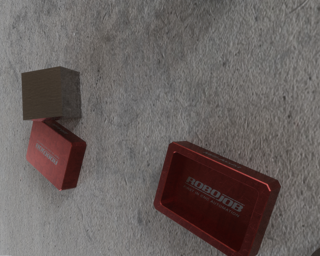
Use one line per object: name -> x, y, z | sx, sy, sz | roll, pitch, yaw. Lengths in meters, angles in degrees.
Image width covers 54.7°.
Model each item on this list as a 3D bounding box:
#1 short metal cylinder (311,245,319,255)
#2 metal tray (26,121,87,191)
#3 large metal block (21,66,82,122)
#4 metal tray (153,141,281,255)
short metal cylinder -> 0.166, 0.125, 0.251 | 0.080, 0.050, 0.079 | 0, 90, 40
metal tray -> -0.191, 0.043, 0.559 | 0.130, 0.030, 0.089 | 27, 107, 36
large metal block -> -0.183, -0.055, 0.525 | 0.080, 0.050, 0.080 | -5, 87, 21
metal tray -> 0.058, 0.078, 0.353 | 0.130, 0.030, 0.089 | 23, 105, 37
